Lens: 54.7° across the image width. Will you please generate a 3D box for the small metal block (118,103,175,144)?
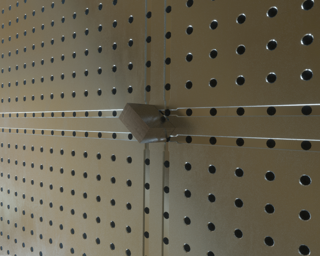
[{"bbox_3d":[-0.017,-0.007,0.405,0.050,0.050,0.025,47,118,29],"label":"small metal block"}]
